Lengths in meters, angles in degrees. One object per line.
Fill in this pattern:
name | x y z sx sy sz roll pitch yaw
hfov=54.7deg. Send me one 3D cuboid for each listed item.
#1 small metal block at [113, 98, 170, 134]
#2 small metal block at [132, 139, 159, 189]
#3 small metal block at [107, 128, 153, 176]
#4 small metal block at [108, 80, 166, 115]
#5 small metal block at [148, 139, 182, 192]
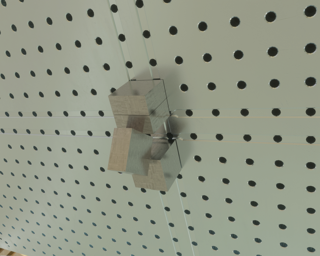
small metal block | -0.022 -0.016 0.394 0.050 0.050 0.025 2 119 27
small metal block | -0.017 0.049 0.433 0.025 0.050 0.050 1 119 27
small metal block | -0.035 0.030 0.377 0.025 0.050 0.050 1 77 28
small metal block | -0.027 -0.038 0.383 0.050 0.050 0.025 2 119 27
small metal block | 0.005 0.050 0.420 0.025 0.050 0.050 1 119 27
